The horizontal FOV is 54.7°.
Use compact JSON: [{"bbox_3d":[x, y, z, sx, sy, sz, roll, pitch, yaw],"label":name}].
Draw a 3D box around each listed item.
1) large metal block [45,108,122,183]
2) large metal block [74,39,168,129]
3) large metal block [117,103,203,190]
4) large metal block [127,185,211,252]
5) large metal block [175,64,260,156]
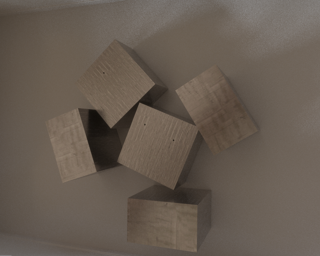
[{"bbox_3d":[-0.095,0.021,0.412,0.050,0.080,0.080,-20,84,19],"label":"large metal block"},{"bbox_3d":[-0.051,-0.056,0.412,0.080,0.050,0.080,-44,77,14],"label":"large metal block"},{"bbox_3d":[0.004,0.021,0.394,0.080,0.050,0.080,24,98,18],"label":"large metal block"},{"bbox_3d":[0.015,0.105,0.375,0.080,0.080,0.050,1,91,19],"label":"large metal block"},{"bbox_3d":[0.070,-0.019,0.354,0.050,0.080,0.080,-32,80,17],"label":"large metal block"}]
